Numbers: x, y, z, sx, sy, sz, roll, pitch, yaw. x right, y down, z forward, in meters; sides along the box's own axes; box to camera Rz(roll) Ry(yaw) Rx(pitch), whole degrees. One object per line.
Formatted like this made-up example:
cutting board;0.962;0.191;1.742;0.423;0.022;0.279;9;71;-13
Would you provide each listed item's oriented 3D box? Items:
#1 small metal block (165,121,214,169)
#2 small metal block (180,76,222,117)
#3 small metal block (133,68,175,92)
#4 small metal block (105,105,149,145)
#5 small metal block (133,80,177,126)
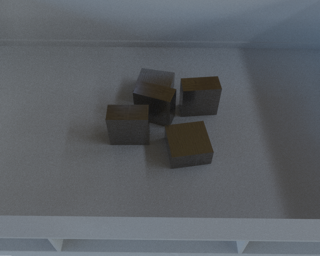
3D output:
small metal block;0.035;0.021;0.388;0.050;0.025;0.050;-7;50;-6
small metal block;0.054;-0.042;0.425;0.050;0.050;0.025;-4;50;-4
small metal block;-0.008;-0.059;0.455;0.050;0.025;0.050;10;51;8
small metal block;-0.039;-0.003;0.391;0.050;0.050;0.025;0;50;0
small metal block;-0.007;-0.031;0.415;0.050;0.050;0.025;15;52;12
